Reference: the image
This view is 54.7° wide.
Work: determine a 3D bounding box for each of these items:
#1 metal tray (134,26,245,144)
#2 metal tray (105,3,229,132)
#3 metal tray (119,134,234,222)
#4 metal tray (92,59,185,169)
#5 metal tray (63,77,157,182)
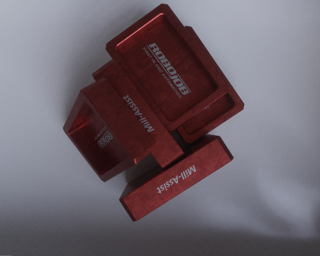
[{"bbox_3d":[0.037,-0.055,0.409,0.090,0.030,0.130,-34,89,1],"label":"metal tray"},{"bbox_3d":[0.008,-0.071,0.377,0.090,0.030,0.130,-36,90,0],"label":"metal tray"},{"bbox_3d":[0.018,0.055,0.378,0.130,0.090,0.030,-32,90,0],"label":"metal tray"},{"bbox_3d":[-0.024,-0.015,0.376,0.030,0.090,0.130,-37,90,0],"label":"metal tray"},{"bbox_3d":[-0.065,0.010,0.358,0.030,0.129,0.090,-37,91,-31],"label":"metal tray"}]
